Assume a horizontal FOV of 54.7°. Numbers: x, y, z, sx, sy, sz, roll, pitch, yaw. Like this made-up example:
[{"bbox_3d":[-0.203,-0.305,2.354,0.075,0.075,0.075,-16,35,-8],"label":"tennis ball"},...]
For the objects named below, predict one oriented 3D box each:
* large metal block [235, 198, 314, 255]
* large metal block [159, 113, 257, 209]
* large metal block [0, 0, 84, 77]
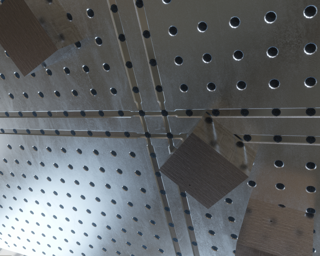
[{"bbox_3d":[0.143,0.143,0.388,0.080,0.080,0.050,11,123,22],"label":"large metal block"},{"bbox_3d":[0.059,0.042,0.389,0.080,0.050,0.080,39,129,1],"label":"large metal block"},{"bbox_3d":[-0.162,-0.125,0.401,0.080,0.050,0.080,-23,107,36],"label":"large metal block"}]
